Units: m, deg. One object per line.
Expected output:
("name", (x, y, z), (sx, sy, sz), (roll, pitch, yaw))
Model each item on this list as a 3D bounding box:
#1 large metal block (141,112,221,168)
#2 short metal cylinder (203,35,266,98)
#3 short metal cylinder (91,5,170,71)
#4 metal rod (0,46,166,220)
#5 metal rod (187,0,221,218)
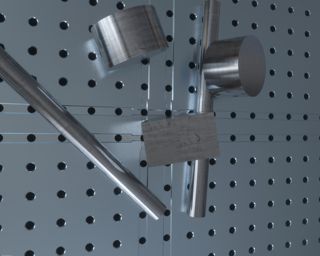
("large metal block", (0.024, 0.010, 0.380), (0.080, 0.080, 0.050), (-9, 94, 2))
("short metal cylinder", (0.103, -0.082, 0.420), (0.081, 0.050, 0.079), (-4, 95, -48))
("short metal cylinder", (-0.035, -0.106, 0.370), (0.081, 0.080, 0.050), (-23, 98, -19))
("metal rod", (-0.101, 0.007, 0.375), (0.300, 0.025, 0.025), (46, 76, -14))
("metal rod", (0.062, -0.027, 0.435), (0.025, 0.025, 0.298), (5, 88, -20))
